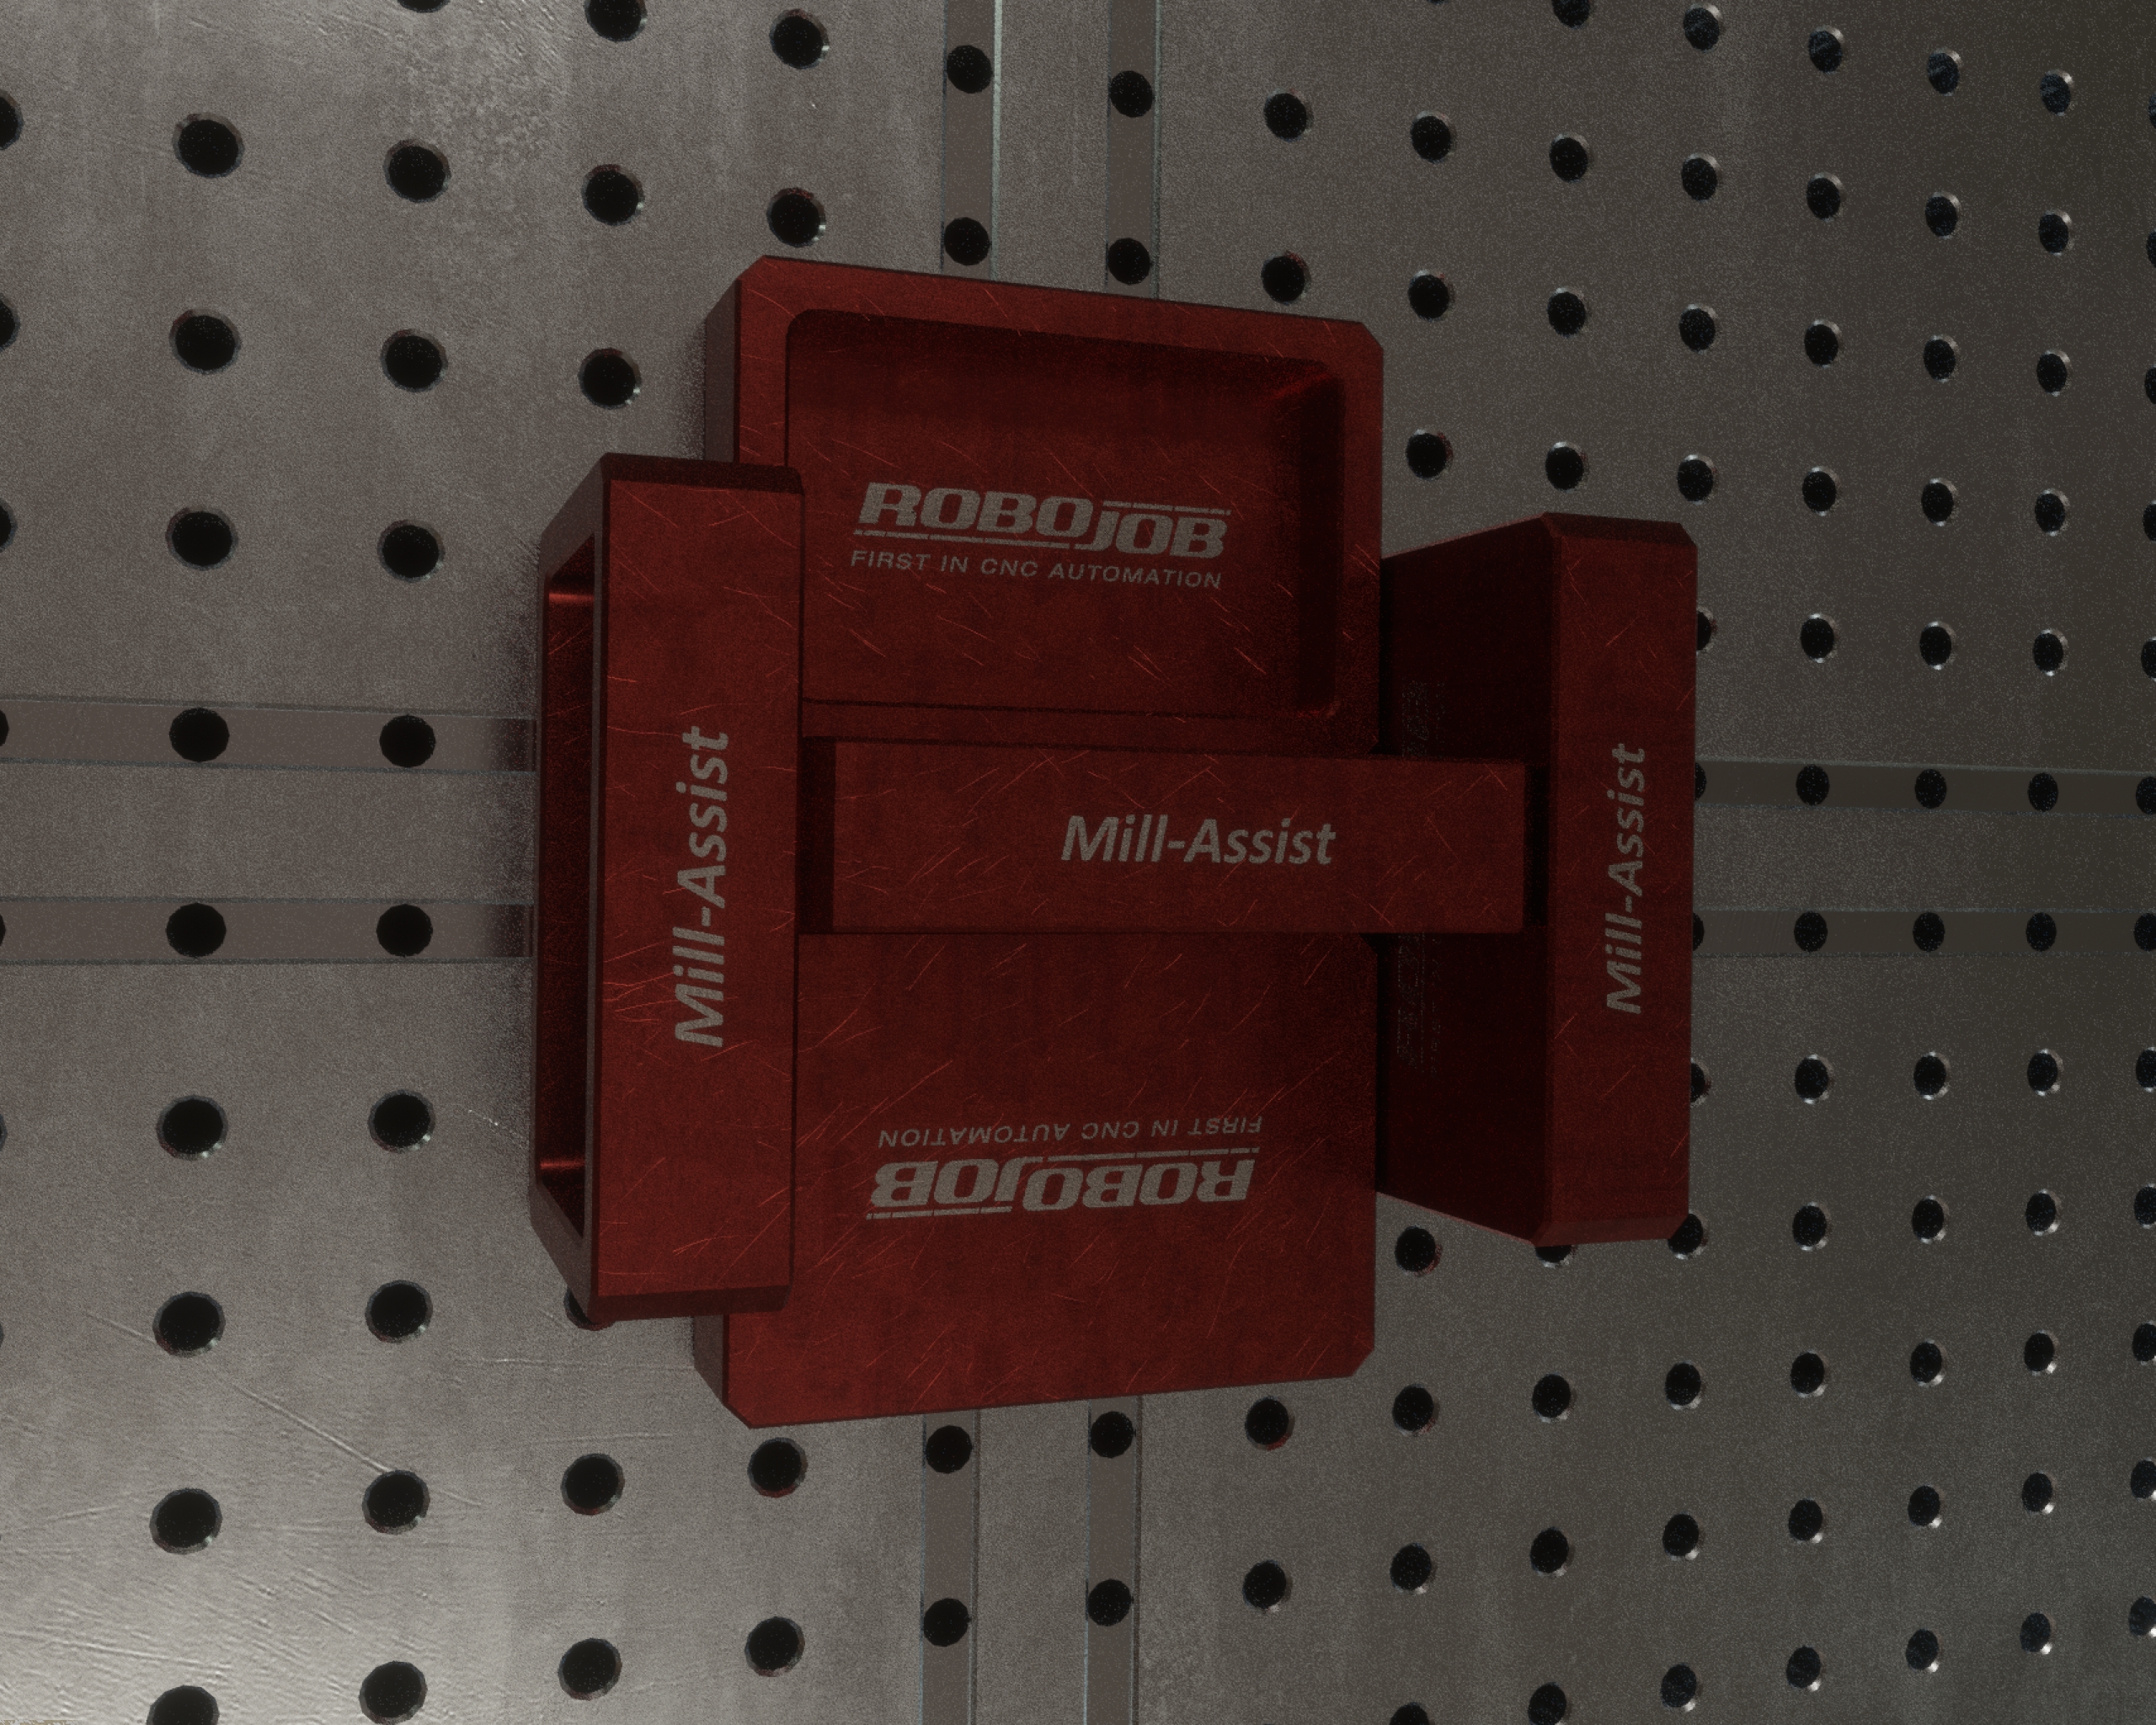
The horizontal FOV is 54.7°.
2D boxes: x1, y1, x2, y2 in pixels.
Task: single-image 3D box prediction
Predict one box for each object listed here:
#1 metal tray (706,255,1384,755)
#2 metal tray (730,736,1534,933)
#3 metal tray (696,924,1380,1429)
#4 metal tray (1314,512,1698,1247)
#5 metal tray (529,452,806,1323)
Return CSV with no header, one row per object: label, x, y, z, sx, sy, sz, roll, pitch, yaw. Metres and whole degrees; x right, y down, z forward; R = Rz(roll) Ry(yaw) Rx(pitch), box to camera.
metal tray,-0.005,-0.064,0.409,0.131,0.030,0.089,1,90,-21
metal tray,0.004,-0.004,0.379,0.131,0.090,0.030,1,90,-20
metal tray,-0.006,0.057,0.407,0.131,0.030,0.089,1,90,-21
metal tray,0.081,0.003,0.409,0.030,0.090,0.129,1,90,-20
metal tray,-0.072,0.004,0.352,0.030,0.090,0.129,1,90,-20
